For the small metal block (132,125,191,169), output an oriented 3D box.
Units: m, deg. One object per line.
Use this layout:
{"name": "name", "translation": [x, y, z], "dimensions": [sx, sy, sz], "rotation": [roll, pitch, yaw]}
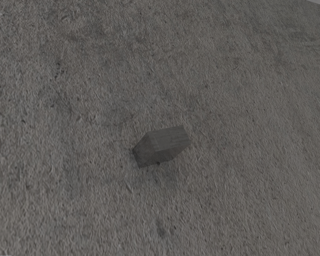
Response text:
{"name": "small metal block", "translation": [0.001, 0.023, 0.374], "dimensions": [0.050, 0.050, 0.025], "rotation": [-11, 67, -33]}
